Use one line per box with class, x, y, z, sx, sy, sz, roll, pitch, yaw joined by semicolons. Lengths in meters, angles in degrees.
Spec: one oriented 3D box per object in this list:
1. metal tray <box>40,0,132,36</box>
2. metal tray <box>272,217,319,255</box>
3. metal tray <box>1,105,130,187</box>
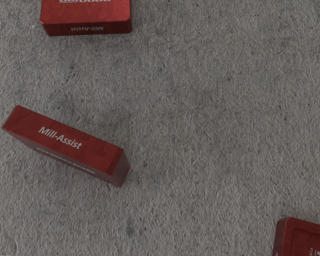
metal tray;-0.110;-0.189;0.474;0.131;0.030;0.090;-3;70;-1
metal tray;0.171;0.175;0.342;0.090;0.030;0.130;15;71;5
metal tray;-0.103;0.025;0.363;0.130;0.090;0.030;22;72;7
